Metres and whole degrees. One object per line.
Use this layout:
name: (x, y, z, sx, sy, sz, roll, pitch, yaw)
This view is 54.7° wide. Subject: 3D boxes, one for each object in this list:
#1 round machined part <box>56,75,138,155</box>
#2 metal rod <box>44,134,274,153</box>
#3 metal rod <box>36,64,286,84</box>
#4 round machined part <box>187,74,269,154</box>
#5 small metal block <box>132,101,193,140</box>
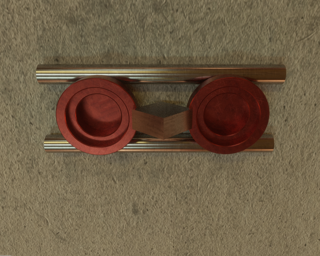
round machined part: (-0.075, -0.019, 0.390, 0.099, 0.042, 0.097, 0, 110, 0)
metal rod: (-0.001, 0.021, 0.418, 0.302, 0.025, 0.025, 0, 110, -1)
metal rod: (0.002, -0.067, 0.386, 0.302, 0.025, 0.025, 0, 110, -1)
round machined part: (0.082, -0.020, 0.390, 0.099, 0.042, 0.097, 0, 110, 0)
small metal block: (0.003, -0.011, 0.366, 0.050, 0.050, 0.025, 17, 116, 40)
